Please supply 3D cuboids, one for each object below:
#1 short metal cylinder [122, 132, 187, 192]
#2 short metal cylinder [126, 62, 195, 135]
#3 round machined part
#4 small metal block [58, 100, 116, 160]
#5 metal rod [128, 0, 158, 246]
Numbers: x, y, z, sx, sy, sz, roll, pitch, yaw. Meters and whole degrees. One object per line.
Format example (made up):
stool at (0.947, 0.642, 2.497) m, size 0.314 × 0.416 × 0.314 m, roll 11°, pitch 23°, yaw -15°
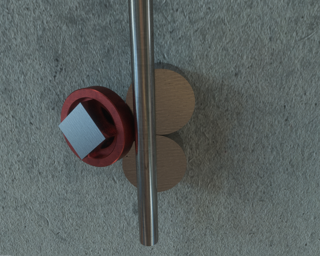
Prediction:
short metal cylinder at (-0.007, 0.038, 0.411) m, size 0.081 × 0.050 × 0.079 m, roll 0°, pitch 109°, yaw 0°
short metal cylinder at (0.001, -0.038, 0.384) m, size 0.081 × 0.050 × 0.079 m, roll 0°, pitch 110°, yaw 0°
round machined part at (-0.072, -0.004, 0.386) m, size 0.098 × 0.042 × 0.097 m, roll 9°, pitch 110°, yaw 27°
small metal block at (-0.085, 0.001, 0.367) m, size 0.050 × 0.025 × 0.050 m, roll -38°, pitch 85°, yaw 32°
metal rod at (-0.017, 0.009, 0.361) m, size 0.025 × 0.025 × 0.298 m, roll -1°, pitch 110°, yaw 0°
